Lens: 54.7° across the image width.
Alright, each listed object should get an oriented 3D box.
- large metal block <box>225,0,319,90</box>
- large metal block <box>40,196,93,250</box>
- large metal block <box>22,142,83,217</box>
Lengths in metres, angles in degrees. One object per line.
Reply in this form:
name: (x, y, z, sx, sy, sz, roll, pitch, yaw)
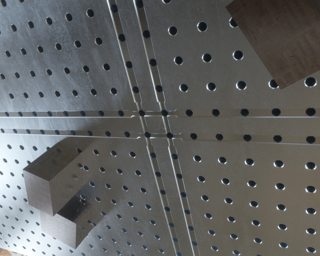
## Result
large metal block: (0.108, -0.091, 0.262, 0.050, 0.080, 0.080, -30, 102, 37)
large metal block: (-0.179, 0.172, 0.593, 0.080, 0.050, 0.079, 23, 127, 14)
large metal block: (-0.174, 0.084, 0.517, 0.050, 0.080, 0.079, 20, 126, 16)
